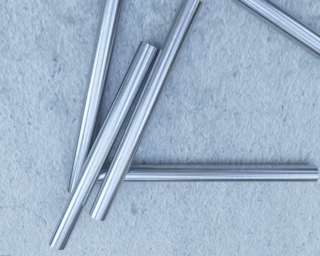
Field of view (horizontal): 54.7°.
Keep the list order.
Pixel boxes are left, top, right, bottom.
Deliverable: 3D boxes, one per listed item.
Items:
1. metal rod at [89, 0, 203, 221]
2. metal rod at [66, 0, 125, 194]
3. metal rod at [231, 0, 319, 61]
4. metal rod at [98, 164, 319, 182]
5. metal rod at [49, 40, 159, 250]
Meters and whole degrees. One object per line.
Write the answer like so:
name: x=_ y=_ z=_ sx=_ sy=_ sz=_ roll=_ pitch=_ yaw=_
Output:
metal rod: x=-0.023 y=-0.015 z=0.387 sx=0.025 sy=0.025 sz=0.298 roll=23 pitch=102 yaw=-9
metal rod: x=-0.081 y=-0.048 z=0.390 sx=0.025 sy=0.025 sz=0.298 roll=14 pitch=109 yaw=-6
metal rod: x=0.117 y=-0.141 z=0.359 sx=0.301 sy=0.025 sz=0.025 roll=29 pitch=107 yaw=-11
metal rod: x=0.066 y=0.063 z=0.434 sx=0.302 sy=0.025 sz=0.025 roll=0 pitch=110 yaw=-1
metal rod: x=-0.077 y=0.031 z=0.403 sx=0.025 sy=0.025 sz=0.298 roll=25 pitch=102 yaw=-9
